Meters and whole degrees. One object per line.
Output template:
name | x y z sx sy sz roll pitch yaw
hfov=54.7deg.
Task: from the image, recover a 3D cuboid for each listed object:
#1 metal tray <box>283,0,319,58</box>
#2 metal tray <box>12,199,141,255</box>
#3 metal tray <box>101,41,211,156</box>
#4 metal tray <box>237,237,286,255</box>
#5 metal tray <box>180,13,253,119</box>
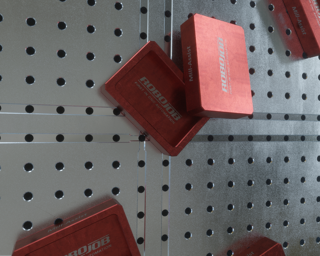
metal tray | 0.259 -0.193 0.507 0.091 0.030 0.130 -31 101 -18
metal tray | -0.096 0.155 0.375 0.131 0.030 0.090 -21 97 -19
metal tray | 0.000 -0.037 0.410 0.130 0.030 0.090 46 75 -15
metal tray | 0.136 0.237 0.462 0.131 0.030 0.090 -25 99 -19
metal tray | 0.077 -0.080 0.418 0.091 0.030 0.129 3 78 -31
